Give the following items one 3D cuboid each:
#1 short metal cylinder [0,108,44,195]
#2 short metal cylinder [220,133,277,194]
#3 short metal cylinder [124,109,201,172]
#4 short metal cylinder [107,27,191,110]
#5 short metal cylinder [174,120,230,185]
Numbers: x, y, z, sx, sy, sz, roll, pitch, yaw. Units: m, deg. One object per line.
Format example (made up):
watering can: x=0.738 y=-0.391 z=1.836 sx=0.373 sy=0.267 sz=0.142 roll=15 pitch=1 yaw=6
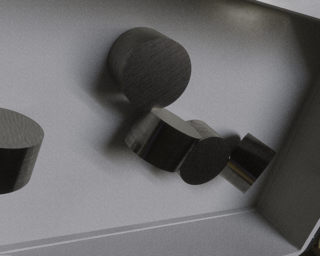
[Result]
short metal cylinder: x=-0.160 y=0.019 z=0.298 sx=0.081 sy=0.080 sz=0.050 roll=11 pitch=113 yaw=-34
short metal cylinder: x=0.133 y=0.054 z=0.477 sx=0.080 sy=0.050 sz=0.080 roll=-46 pitch=163 yaw=-19
short metal cylinder: x=0.003 y=0.010 z=0.383 sx=0.080 sy=0.080 sz=0.050 roll=23 pitch=106 yaw=-37
short metal cylinder: x=-0.012 y=-0.067 z=0.346 sx=0.081 sy=0.050 sz=0.079 roll=-14 pitch=125 yaw=-21
short metal cylinder: x=0.052 y=0.035 z=0.444 sx=0.081 sy=0.050 sz=0.079 roll=-14 pitch=124 yaw=-21
